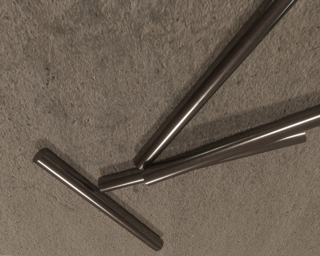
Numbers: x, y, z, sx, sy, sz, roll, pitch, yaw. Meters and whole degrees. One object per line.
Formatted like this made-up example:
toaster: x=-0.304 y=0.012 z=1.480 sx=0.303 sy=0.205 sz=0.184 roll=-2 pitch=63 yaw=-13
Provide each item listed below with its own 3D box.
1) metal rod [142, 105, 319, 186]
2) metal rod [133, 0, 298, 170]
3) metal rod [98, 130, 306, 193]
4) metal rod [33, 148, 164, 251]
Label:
metal rod: x=0.118 y=0.016 z=0.408 sx=0.301 sy=0.025 sz=0.025 roll=-21 pitch=127 yaw=11
metal rod: x=0.052 y=-0.045 z=0.369 sx=0.025 sy=0.025 sz=0.298 roll=26 pitch=125 yaw=-21
metal rod: x=0.051 y=0.048 z=0.448 sx=0.301 sy=0.025 sz=0.025 roll=-16 pitch=129 yaw=12
metal rod: x=-0.087 y=0.132 z=0.518 sx=0.025 sy=0.025 sz=0.300 roll=-27 pitch=126 yaw=21
